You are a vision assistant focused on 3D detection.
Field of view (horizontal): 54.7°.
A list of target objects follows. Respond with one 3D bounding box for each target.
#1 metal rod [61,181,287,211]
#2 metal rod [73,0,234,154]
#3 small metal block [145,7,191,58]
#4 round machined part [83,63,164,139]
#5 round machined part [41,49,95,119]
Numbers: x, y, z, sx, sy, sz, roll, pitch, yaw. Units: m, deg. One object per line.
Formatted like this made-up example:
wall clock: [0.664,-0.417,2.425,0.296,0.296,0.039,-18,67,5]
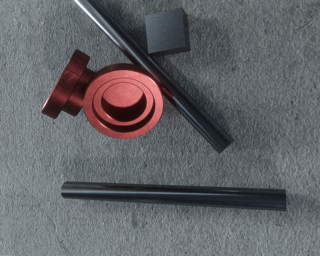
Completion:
metal rod: [0.004,0.087,0.407,0.301,0.025,0.025,-2,90,19]
metal rod: [-0.017,-0.084,0.414,0.025,0.025,0.300,-46,76,14]
small metal block: [0.010,-0.124,0.405,0.050,0.025,0.050,-6,88,19]
round machined part: [-0.046,-0.038,0.399,0.099,0.042,0.097,-3,123,-5]
round machined part: [-0.119,-0.054,0.422,0.042,0.098,0.098,29,102,-20]
